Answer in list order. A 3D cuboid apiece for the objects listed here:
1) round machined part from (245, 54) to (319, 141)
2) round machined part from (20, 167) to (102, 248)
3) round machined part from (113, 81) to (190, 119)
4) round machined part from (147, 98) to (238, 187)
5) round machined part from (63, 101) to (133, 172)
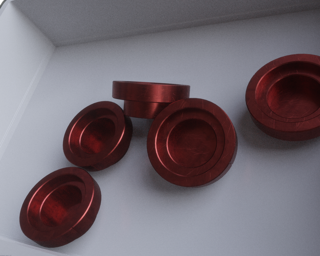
[{"bbox_3d":[0.146,-0.029,0.336,0.098,0.042,0.098,-13,56,20],"label":"round machined part"},{"bbox_3d":[-0.117,0.100,0.384,0.098,0.042,0.098,-12,46,13],"label":"round machined part"},{"bbox_3d":[-0.012,-0.037,0.398,0.098,0.099,0.042,9,101,32],"label":"round machined part"},{"bbox_3d":[0.038,0.019,0.352,0.098,0.042,0.098,-5,75,19],"label":"round machined part"},{"bbox_3d":[-0.080,0.015,0.426,0.098,0.042,0.098,-13,56,20],"label":"round machined part"}]
